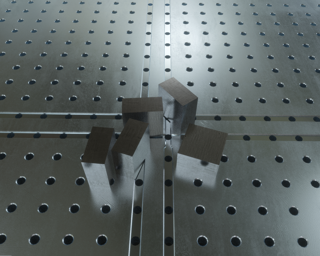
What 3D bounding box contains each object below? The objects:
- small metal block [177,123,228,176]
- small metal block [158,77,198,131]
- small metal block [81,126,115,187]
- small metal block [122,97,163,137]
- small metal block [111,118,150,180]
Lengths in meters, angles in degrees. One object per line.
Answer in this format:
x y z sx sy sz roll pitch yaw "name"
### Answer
0.053 0.026 0.386 0.050 0.025 0.050 16 52 12 "small metal block"
0.023 -0.032 0.419 0.025 0.050 0.050 -30 57 -23 "small metal block"
-0.068 0.034 0.362 0.025 0.050 0.050 5 50 4 "small metal block"
-0.022 -0.013 0.402 0.050 0.050 0.025 -3 50 -3 "small metal block"
-0.033 0.025 0.370 0.025 0.050 0.050 16 52 12 "small metal block"
